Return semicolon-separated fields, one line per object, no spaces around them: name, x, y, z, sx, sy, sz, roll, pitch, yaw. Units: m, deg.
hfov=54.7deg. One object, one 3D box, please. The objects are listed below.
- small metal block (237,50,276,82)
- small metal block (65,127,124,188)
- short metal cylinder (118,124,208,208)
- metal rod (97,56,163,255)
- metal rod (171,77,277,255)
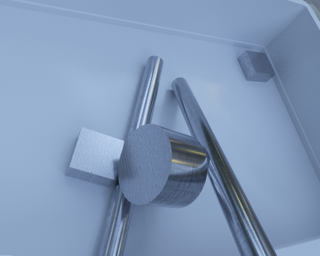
small metal block;0.179;-0.114;0.574;0.050;0.025;0.050;-1;62;-29
small metal block;-0.072;0.033;0.347;0.050;0.025;0.050;20;54;-17
short metal cylinder;0.001;0.040;0.319;0.050;0.080;0.080;18;52;-40
metal rod;-0.030;0.022;0.377;0.025;0.025;0.300;22;53;-16
metal rod;0.053;0.020;0.344;0.025;0.025;0.300;15;30;-20
